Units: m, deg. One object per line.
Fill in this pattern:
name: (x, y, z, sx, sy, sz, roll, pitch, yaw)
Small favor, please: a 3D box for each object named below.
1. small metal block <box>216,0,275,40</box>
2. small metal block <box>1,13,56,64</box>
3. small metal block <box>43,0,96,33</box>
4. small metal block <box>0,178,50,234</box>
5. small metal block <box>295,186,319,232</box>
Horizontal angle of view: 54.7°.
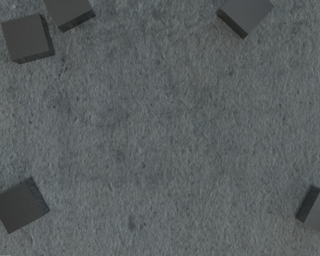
small metal block: (0.113, -0.156, 0.411, 0.050, 0.025, 0.050, 43, 90, -1)
small metal block: (-0.172, -0.117, 0.408, 0.050, 0.025, 0.050, -15, 90, -1)
small metal block: (-0.121, -0.163, 0.408, 0.050, 0.025, 0.050, -28, 90, -1)
small metal block: (-0.183, 0.102, 0.408, 0.050, 0.025, 0.050, -28, 90, -1)
small metal block: (0.220, 0.113, 0.413, 0.050, 0.025, 0.050, 27, 90, -1)
